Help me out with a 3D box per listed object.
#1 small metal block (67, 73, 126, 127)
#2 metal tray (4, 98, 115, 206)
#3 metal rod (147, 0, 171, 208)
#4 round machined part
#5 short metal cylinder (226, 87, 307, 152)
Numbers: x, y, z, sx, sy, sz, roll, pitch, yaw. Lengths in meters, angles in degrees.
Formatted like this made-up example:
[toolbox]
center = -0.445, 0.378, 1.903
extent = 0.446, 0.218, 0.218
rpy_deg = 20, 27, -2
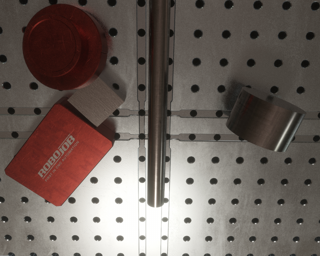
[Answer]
[small metal block]
center = -0.080, -0.038, 0.398
extent = 0.050, 0.025, 0.050
rpy_deg = -41, 106, 13
[metal tray]
center = -0.135, 0.035, 0.422
extent = 0.090, 0.030, 0.130
rpy_deg = 38, 105, -13
[metal rod]
center = -0.003, -0.030, 0.402
extent = 0.025, 0.025, 0.298
rpy_deg = 1, 110, -1
[round machined part]
center = -0.114, -0.092, 0.355
extent = 0.098, 0.042, 0.097
rpy_deg = 1, 98, 10
[short metal cylinder]
center = 0.129, -0.012, 0.382
extent = 0.080, 0.080, 0.050
rpy_deg = 18, 109, -7
